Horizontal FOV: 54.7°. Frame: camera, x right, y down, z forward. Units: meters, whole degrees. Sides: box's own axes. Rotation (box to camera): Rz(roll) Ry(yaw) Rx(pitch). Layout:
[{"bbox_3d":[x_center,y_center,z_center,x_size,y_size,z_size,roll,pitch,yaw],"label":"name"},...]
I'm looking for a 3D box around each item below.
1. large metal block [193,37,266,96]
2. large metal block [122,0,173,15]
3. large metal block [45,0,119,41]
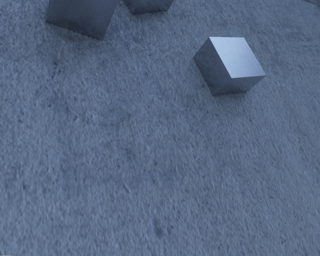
[{"bbox_3d":[0.115,-0.103,0.515,0.081,0.050,0.080,-10,67,-33],"label":"large metal block"},{"bbox_3d":[-0.026,-0.243,0.523,0.081,0.050,0.080,-23,75,-37],"label":"large metal block"},{"bbox_3d":[-0.104,-0.176,0.421,0.081,0.080,0.050,14,56,-21],"label":"large metal block"}]
